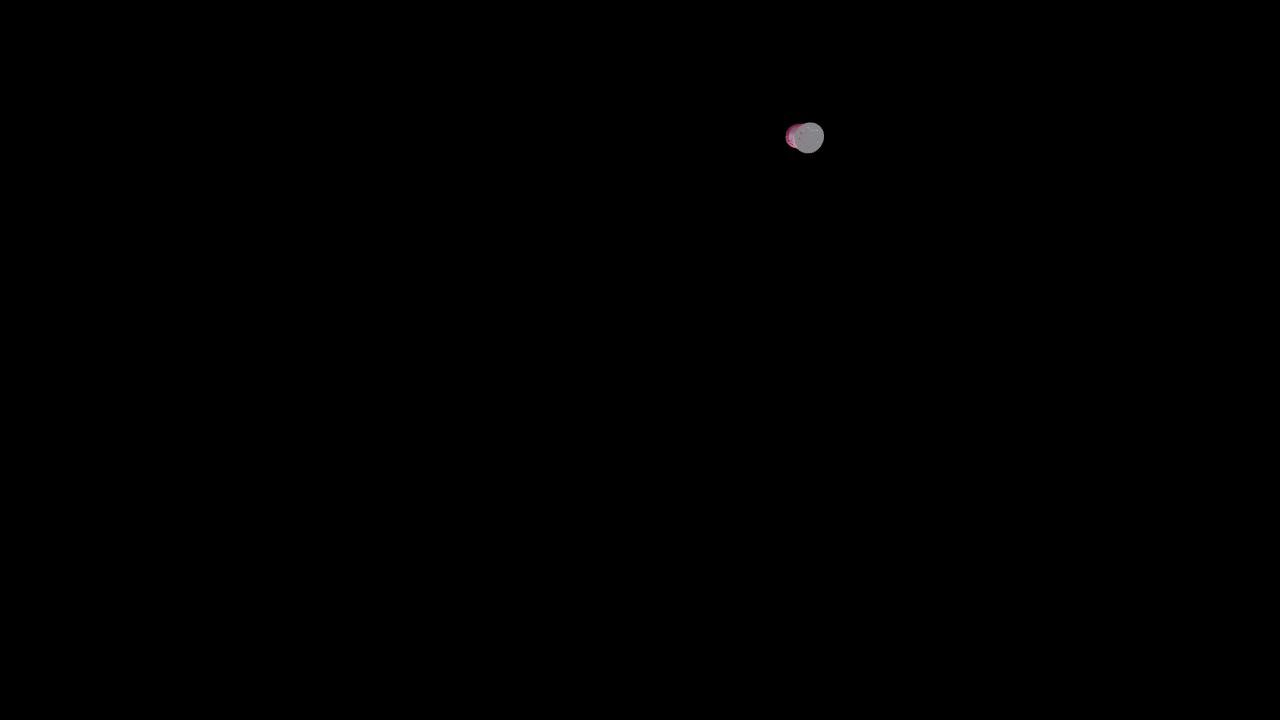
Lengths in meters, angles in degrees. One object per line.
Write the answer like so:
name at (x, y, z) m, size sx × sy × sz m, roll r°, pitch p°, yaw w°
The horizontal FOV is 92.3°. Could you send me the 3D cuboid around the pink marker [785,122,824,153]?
pink marker at (0.119, -0.164, 0.453) m, size 0.020 × 0.020 × 0.121 m, roll 0°, pitch 21°, yaw 10°
